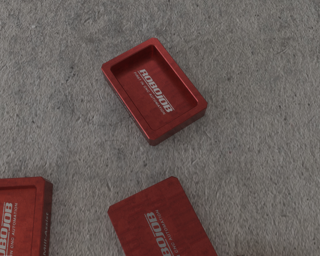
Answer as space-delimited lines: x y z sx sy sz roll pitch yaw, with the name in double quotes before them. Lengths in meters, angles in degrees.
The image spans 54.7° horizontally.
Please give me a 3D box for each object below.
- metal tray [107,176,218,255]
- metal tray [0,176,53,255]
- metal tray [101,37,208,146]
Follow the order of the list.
"metal tray" 0.007 0.133 0.357 0.091 0.030 0.130 -25 72 -9
"metal tray" -0.178 0.125 0.358 0.091 0.030 0.130 -3 70 -1
"metal tray" -0.009 -0.052 0.424 0.090 0.030 0.130 -32 73 -11
